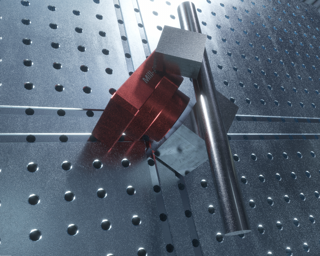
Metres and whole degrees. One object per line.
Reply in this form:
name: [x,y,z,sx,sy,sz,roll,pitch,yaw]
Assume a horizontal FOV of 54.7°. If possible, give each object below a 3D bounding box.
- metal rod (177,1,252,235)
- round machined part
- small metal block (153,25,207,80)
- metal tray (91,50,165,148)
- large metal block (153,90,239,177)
metal rod: [0.054,-0.034,0.357,0.025,0.025,0.299,7,59,-25]
round machined part: [0.000,-0.022,0.381,0.042,0.097,0.098,37,51,-5]
small metal block: [0.023,-0.086,0.349,0.050,0.025,0.050,14,52,2]
metal tray: [-0.025,-0.044,0.381,0.030,0.090,0.130,37,51,-4]
large metal block: [0.045,0.004,0.393,0.050,0.080,0.080,37,51,-4]
